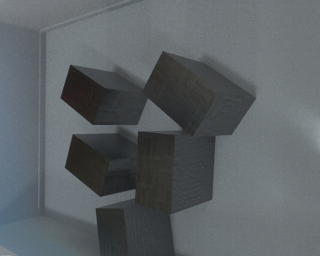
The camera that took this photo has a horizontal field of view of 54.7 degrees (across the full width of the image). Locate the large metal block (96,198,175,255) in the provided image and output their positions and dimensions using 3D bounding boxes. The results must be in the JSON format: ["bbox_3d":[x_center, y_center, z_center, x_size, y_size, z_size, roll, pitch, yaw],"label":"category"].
[{"bbox_3d":[-0.030,0.134,0.394,0.050,0.081,0.080,-12,82,39],"label":"large metal block"}]

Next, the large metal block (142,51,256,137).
[{"bbox_3d":[0.042,-0.035,0.335,0.080,0.081,0.050,43,116,31],"label":"large metal block"}]

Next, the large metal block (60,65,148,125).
[{"bbox_3d":[-0.076,-0.045,0.432,0.080,0.081,0.050,35,111,34],"label":"large metal block"}]

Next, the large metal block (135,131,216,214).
[{"bbox_3d":[0.019,0.045,0.353,0.050,0.081,0.079,5,93,39],"label":"large metal block"}]

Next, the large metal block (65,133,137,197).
[{"bbox_3d":[-0.069,0.046,0.425,0.080,0.081,0.050,27,107,36],"label":"large metal block"}]
